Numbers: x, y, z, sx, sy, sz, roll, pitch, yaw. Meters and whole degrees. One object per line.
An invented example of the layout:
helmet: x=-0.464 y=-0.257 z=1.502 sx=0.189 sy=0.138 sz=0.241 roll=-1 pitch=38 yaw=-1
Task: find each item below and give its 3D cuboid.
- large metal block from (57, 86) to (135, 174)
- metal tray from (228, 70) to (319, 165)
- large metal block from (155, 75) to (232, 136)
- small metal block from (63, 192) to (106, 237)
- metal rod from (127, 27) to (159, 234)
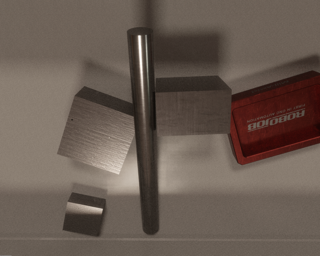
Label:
large metal block: x=-0.075 y=0.002 z=0.398 sx=0.080 sy=0.050 sz=0.079 roll=20 pitch=109 yaw=-8
metal tray: x=0.153 y=-0.012 z=0.406 sx=0.131 sy=0.030 sz=0.090 roll=-17 pitch=110 yaw=5
large metal block: x=0.036 y=-0.029 z=0.372 sx=0.081 sy=0.080 sz=0.050 roll=-2 pitch=110 yaw=0
small metal block: x=-0.112 y=0.128 z=0.457 sx=0.050 sy=0.025 sz=0.050 roll=13 pitch=110 yaw=-5
metal rod: x=-0.016 y=0.029 z=0.381 sx=0.025 sy=0.025 sz=0.298 roll=-1 pitch=125 yaw=0
